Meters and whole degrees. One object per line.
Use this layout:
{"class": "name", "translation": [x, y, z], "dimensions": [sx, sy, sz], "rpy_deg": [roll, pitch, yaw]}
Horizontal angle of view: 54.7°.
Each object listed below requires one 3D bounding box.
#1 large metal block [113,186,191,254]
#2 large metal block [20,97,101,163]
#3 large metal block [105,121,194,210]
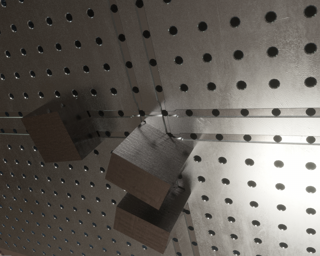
{"class": "large metal block", "translation": [-0.011, 0.122, 0.455], "dimensions": [0.080, 0.080, 0.050], "rpy_deg": [23, 127, 14]}
{"class": "large metal block", "translation": [-0.150, 0.005, 0.475], "dimensions": [0.080, 0.050, 0.080], "rpy_deg": [-7, 115, 31]}
{"class": "large metal block", "translation": [-0.013, 0.047, 0.410], "dimensions": [0.080, 0.080, 0.050], "rpy_deg": [28, 128, 10]}
